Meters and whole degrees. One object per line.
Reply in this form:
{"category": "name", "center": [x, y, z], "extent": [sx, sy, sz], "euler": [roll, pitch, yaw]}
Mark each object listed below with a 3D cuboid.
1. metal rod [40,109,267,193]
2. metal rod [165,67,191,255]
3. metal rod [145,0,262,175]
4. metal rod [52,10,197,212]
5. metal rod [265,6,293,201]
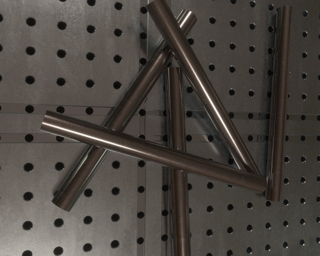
{"category": "metal rod", "center": [0.008, 0.036, 0.388], "extent": [0.302, 0.025, 0.025], "euler": [18, 84, -20]}
{"category": "metal rod", "center": [0.025, 0.068, 0.423], "extent": [0.025, 0.025, 0.298], "euler": [-3, 91, -20]}
{"category": "metal rod", "center": [0.070, -0.035, 0.422], "extent": [0.025, 0.025, 0.299], "euler": [-38, 109, -16]}
{"category": "metal rod", "center": [-0.039, -0.031, 0.398], "extent": [0.025, 0.025, 0.300], "euler": [36, 78, -17]}
{"category": "metal rod", "center": [0.186, -0.038, 0.483], "extent": [0.025, 0.025, 0.298], "euler": [5, 89, -20]}
